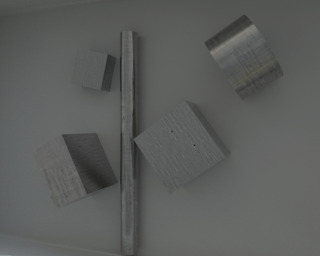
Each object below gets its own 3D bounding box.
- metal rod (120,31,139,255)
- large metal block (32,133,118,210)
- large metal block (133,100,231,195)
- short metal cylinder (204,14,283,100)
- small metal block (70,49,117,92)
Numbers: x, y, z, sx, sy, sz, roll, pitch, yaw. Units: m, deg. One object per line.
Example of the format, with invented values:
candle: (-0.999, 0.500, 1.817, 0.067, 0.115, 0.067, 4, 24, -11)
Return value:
metal rod: (-0.042, 0.020, 0.424, 0.025, 0.025, 0.298, 0, 90, 19)
large metal block: (-0.111, 0.054, 0.419, 0.050, 0.080, 0.080, -28, 81, 18)
large metal block: (0.029, 0.023, 0.387, 0.080, 0.050, 0.080, -37, 79, 16)
short metal cylinder: (0.093, -0.078, 0.348, 0.050, 0.080, 0.080, -33, 80, 17)
small metal block: (-0.095, -0.082, 0.443, 0.050, 0.025, 0.050, 14, 95, 19)
